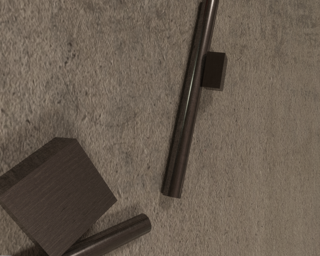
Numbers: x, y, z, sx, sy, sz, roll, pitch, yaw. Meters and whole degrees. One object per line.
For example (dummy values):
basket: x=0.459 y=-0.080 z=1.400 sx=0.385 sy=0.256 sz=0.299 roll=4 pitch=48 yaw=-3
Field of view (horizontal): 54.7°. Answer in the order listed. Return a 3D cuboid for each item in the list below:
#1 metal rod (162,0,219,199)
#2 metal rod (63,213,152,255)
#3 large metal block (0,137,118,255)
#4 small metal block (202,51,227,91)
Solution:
metal rod: x=0.047 y=-0.051 z=0.445 sx=0.025 sy=0.025 sz=0.299 roll=20 pitch=77 yaw=-39
metal rod: x=-0.132 y=0.147 z=0.295 sx=0.302 sy=0.025 sz=0.025 roll=-13 pitch=99 yaw=-39
large metal block: x=-0.103 y=0.065 z=0.304 sx=0.080 sy=0.050 sz=0.080 roll=-42 pitch=116 yaw=-32
small metal block: x=0.082 y=-0.082 z=0.456 sx=0.050 sy=0.025 sz=0.050 roll=-6 pitch=105 yaw=-74
